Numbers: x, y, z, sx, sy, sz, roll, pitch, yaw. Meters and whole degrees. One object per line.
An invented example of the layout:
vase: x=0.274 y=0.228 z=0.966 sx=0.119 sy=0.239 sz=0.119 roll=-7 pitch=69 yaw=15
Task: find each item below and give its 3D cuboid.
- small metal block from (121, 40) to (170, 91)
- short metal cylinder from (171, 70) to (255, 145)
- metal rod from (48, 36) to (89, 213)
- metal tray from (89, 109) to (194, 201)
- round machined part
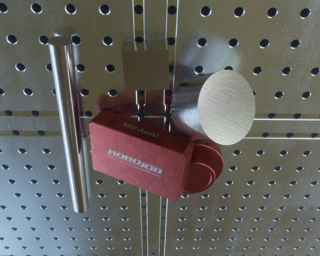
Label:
small metal block: x=-0.015 y=-0.071 z=0.351 sx=0.050 sy=0.025 sz=0.050 roll=-2 pitch=130 yaw=1
short metal cylinder: x=0.060 y=-0.023 z=0.349 sx=0.080 sy=0.080 sz=0.050 roll=35 pitch=165 yaw=-27
metal rod: x=-0.120 y=0.020 z=0.426 sx=0.025 sy=0.025 sz=0.298 roll=4 pitch=130 yaw=-4
metal tray: x=-0.027 y=0.036 z=0.406 sx=0.130 sy=0.030 sz=0.089 roll=19 pitch=132 yaw=15
round machined part: x=0.044 y=0.059 z=0.451 sx=0.099 sy=0.042 sz=0.097 roll=0 pitch=130 yaw=0
